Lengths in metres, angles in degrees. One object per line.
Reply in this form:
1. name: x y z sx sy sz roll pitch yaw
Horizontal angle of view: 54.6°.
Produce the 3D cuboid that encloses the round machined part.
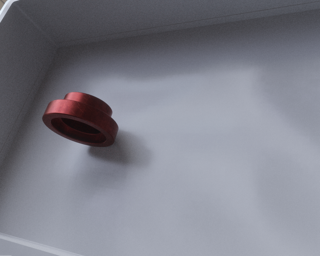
1. round machined part: -0.104 -0.014 0.423 0.098 0.098 0.042 1 62 28
